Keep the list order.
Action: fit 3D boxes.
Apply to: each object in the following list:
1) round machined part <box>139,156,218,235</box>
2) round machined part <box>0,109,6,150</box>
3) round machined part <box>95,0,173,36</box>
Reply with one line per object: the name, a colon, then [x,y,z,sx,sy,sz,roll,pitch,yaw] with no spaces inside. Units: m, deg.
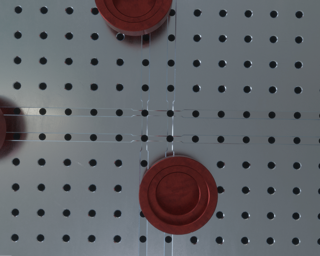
round machined part: [0.023,0.084,0.405,0.099,0.042,0.097,0,90,0]
round machined part: [-0.249,0.001,0.403,0.099,0.042,0.097,0,90,0]
round machined part: [-0.033,-0.168,0.405,0.099,0.042,0.097,0,90,0]
